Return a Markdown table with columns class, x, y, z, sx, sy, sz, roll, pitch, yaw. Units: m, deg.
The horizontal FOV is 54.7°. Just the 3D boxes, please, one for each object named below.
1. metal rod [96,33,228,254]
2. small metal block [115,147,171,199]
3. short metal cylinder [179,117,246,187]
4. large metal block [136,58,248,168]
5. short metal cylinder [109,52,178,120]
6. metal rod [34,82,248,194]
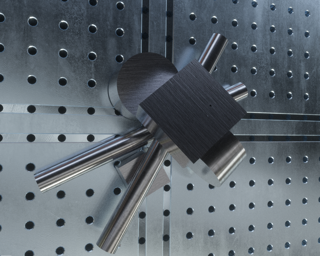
| class | x | y | z | sx | sy | sz | roll | pitch | yaw |
| --- | --- | --- | --- | --- | --- | --- | --- | --- | --- |
| metal rod | 0.008 | 0.011 | 0.386 | 0.025 | 0.025 | 0.300 | 32 | 79 | -17 |
| small metal block | -0.023 | 0.059 | 0.401 | 0.050 | 0.025 | 0.050 | -30 | 100 | -18 |
| short metal cylinder | 0.064 | 0.031 | 0.404 | 0.050 | 0.080 | 0.080 | -45 | 104 | -13 |
| large metal block | 0.032 | -0.014 | 0.340 | 0.080 | 0.050 | 0.080 | -41 | 86 | -15 |
| short metal cylinder | -0.020 | -0.050 | 0.388 | 0.081 | 0.050 | 0.079 | 0 | 90 | -20 |
| metal rod | -0.010 | 0.005 | 0.405 | 0.302 | 0.025 | 0.025 | -25 | 99 | -19 |
